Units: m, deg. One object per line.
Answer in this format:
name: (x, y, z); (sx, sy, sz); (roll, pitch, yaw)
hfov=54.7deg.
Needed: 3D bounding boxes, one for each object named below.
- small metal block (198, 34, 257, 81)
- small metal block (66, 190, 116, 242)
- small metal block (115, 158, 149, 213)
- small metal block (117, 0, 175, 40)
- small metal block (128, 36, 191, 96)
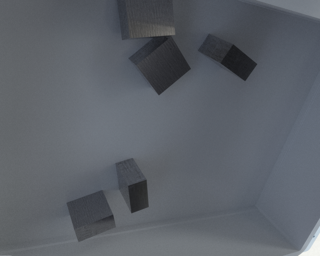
small metal block: (0.084, -0.088, 0.386); (0.050, 0.050, 0.025); (24, 105, -37)
small metal block: (-0.093, 0.117, 0.415); (0.050, 0.050, 0.025); (-17, 126, -19)
small metal block: (-0.038, 0.078, 0.421); (0.025, 0.050, 0.050); (-16, 125, -20)
small metal block: (-0.014, -0.119, 0.319); (0.050, 0.025, 0.050); (-11, 105, -23)
small metal block: (0.000, -0.076, 0.364); (0.050, 0.025, 0.050); (-40, 130, -1)
